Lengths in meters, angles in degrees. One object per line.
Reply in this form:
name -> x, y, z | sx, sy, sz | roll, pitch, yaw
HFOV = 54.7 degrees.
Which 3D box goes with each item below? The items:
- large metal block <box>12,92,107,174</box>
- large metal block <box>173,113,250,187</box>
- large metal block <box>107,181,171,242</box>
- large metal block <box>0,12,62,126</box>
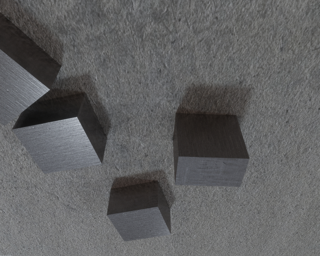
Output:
large metal block -> -0.123, 0.008, 0.396 | 0.080, 0.050, 0.080 | -10, 130, 8
large metal block -> 0.060, 0.026, 0.394 | 0.081, 0.080, 0.050 | 2, 130, -2
large metal block -> -0.031, 0.137, 0.507 | 0.080, 0.050, 0.080 | -12, 129, 10
large metal block -> -0.171, -0.061, 0.337 | 0.080, 0.050, 0.080 | -31, 124, 23
